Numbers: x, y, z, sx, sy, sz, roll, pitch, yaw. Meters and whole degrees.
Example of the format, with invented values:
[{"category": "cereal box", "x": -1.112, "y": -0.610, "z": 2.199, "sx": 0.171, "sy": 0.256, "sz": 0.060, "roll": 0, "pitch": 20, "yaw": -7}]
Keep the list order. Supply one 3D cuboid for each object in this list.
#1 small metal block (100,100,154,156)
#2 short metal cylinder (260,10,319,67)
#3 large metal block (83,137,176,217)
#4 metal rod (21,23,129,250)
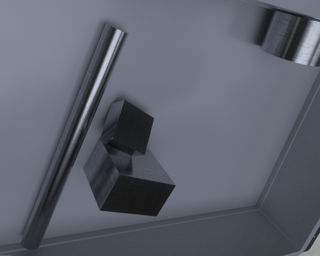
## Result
[{"category": "small metal block", "x": -0.038, "y": 0.001, "z": 0.373, "sx": 0.050, "sy": 0.025, "sz": 0.050, "roll": 32, "pitch": 62, "yaw": -38}, {"category": "short metal cylinder", "x": 0.178, "y": -0.117, "z": 0.400, "sx": 0.081, "sy": 0.080, "sz": 0.050, "roll": -1, "pitch": 119, "yaw": -29}, {"category": "large metal block", "x": -0.041, "y": 0.061, "z": 0.390, "sx": 0.081, "sy": 0.080, "sz": 0.050, "roll": 18, "pitch": 109, "yaw": -36}, {"category": "metal rod", "x": -0.107, "y": 0.024, "z": 0.365, "sx": 0.025, "sy": 0.025, "sz": 0.298, "roll": 14, "pitch": 111, "yaw": -35}]
